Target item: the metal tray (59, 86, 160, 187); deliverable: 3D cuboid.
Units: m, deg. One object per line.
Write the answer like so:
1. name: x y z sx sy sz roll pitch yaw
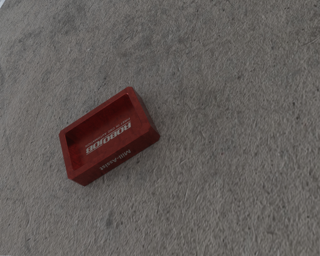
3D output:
1. metal tray: -0.074 0.010 0.434 0.130 0.030 0.090 -32 51 7
